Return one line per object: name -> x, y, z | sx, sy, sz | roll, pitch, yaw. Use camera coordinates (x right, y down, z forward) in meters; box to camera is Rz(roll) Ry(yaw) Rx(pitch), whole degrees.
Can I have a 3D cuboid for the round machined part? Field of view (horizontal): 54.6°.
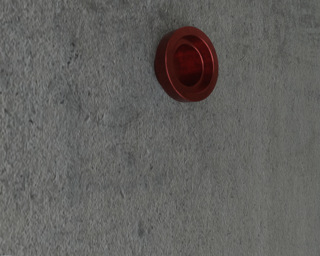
round machined part -> 0.031, -0.083, 0.418 | 0.099, 0.042, 0.097 | 0, 90, -40
